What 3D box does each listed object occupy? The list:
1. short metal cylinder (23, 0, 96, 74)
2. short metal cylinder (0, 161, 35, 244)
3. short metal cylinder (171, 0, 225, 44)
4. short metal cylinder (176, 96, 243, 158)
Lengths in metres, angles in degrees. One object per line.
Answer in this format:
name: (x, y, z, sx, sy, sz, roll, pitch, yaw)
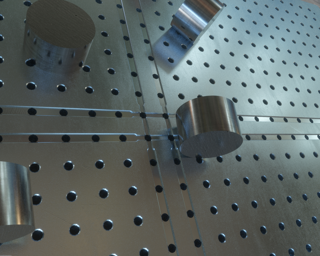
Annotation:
short metal cylinder: (-0.128, -0.116, 0.394, 0.081, 0.050, 0.080, 14, 56, -21)
short metal cylinder: (-0.148, 0.066, 0.253, 0.081, 0.080, 0.050, -3, 63, -30)
short metal cylinder: (0.063, -0.189, 0.522, 0.050, 0.080, 0.080, 41, 51, -1)
short metal cylinder: (0.063, 0.001, 0.406, 0.081, 0.080, 0.050, 9, 58, -24)
